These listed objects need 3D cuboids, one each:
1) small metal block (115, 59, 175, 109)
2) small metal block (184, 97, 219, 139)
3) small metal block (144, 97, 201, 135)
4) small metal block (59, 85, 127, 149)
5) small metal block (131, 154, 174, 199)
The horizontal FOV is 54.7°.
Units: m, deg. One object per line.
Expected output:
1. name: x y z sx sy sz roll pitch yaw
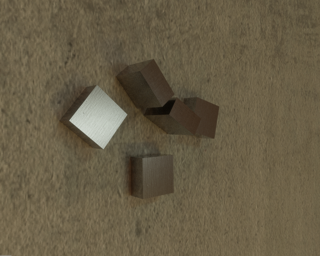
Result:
1. small metal block: -0.018 -0.052 0.375 0.025 0.050 0.050 -48 119 -29
2. small metal block: 0.058 -0.014 0.456 0.050 0.025 0.050 17 79 -39
3. small metal block: 0.016 -0.014 0.404 0.050 0.050 0.025 38 67 -34
4. small metal block: -0.073 -0.012 0.345 0.050 0.025 0.050 46 62 -31
5. small metal block: -0.010 0.061 0.399 0.050 0.025 0.050 -2 91 -40
